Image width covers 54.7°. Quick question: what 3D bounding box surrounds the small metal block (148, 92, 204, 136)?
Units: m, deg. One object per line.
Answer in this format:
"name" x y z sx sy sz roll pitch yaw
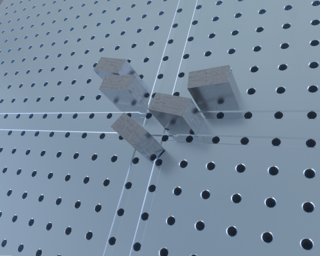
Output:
"small metal block" 0.021 -0.017 0.391 0.050 0.050 0.025 14 69 33

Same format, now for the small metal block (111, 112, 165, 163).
"small metal block" -0.028 0.013 0.398 0.025 0.050 0.050 -48 52 -5

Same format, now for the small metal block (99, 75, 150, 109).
"small metal block" -0.051 -0.052 0.449 0.050 0.050 0.025 5 65 30

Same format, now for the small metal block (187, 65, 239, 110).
"small metal block" 0.067 -0.049 0.386 0.050 0.050 0.025 -6 59 25

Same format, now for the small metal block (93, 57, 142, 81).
"small metal block" -0.064 -0.081 0.474 0.050 0.050 0.025 13 69 33
